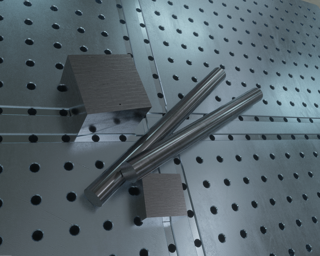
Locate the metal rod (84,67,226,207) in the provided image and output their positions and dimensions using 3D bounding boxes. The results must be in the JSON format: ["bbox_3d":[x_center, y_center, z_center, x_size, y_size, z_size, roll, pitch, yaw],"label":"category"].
[{"bbox_3d":[0.014,-0.008,0.419,0.025,0.025,0.302,44,51,2],"label":"metal rod"}]

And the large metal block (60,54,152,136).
[{"bbox_3d":[-0.068,-0.043,0.382,0.081,0.050,0.080,-9,67,-32],"label":"large metal block"}]

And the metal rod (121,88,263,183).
[{"bbox_3d":[0.066,-0.005,0.430,0.302,0.025,0.025,-28,77,-42],"label":"metal rod"}]

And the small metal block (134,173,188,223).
[{"bbox_3d":[0.000,0.081,0.359,0.050,0.025,0.050,5,60,-26],"label":"small metal block"}]
